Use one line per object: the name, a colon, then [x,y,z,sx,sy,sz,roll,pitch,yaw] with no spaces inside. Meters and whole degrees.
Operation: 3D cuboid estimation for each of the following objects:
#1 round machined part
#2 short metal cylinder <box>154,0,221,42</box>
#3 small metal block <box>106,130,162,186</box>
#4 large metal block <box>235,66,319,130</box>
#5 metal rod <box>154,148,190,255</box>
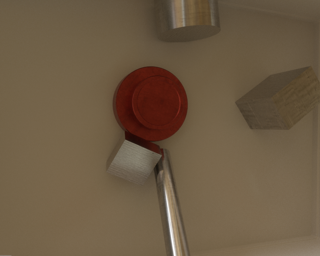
round machined part: [-0.008,-0.031,0.399,0.099,0.042,0.097,0,90,-21]
short metal cylinder: [0.034,-0.144,0.395,0.081,0.080,0.050,-7,93,-20]
small metal block: [-0.033,0.038,0.389,0.050,0.025,0.050,25,109,-19]
large metal block: [0.172,-0.041,0.446,0.080,0.080,0.050,-36,102,-17]
metal rod: [0.022,0.147,0.319,0.025,0.025,0.300,8,46,-20]
